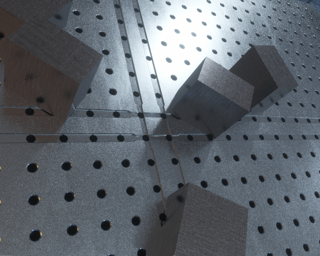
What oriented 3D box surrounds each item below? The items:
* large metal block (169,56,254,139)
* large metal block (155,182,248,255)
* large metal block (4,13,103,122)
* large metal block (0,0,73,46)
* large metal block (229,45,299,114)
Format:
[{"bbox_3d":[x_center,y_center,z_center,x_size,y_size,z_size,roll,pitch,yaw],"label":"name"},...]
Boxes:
[{"bbox_3d":[0.072,-0.040,0.438,0.080,0.080,0.050,30,52,-10],"label":"large metal block"},{"bbox_3d":[0.048,0.119,0.347,0.080,0.050,0.080,26,52,-13],"label":"large metal block"},{"bbox_3d":[-0.121,-0.064,0.347,0.080,0.080,0.050,32,51,-8],"label":"large metal block"},{"bbox_3d":[-0.171,-0.150,0.392,0.080,0.050,0.080,32,51,-8],"label":"large metal block"},{"bbox_3d":[0.164,-0.079,0.512,0.050,0.080,0.080,-9,67,-32],"label":"large metal block"}]
